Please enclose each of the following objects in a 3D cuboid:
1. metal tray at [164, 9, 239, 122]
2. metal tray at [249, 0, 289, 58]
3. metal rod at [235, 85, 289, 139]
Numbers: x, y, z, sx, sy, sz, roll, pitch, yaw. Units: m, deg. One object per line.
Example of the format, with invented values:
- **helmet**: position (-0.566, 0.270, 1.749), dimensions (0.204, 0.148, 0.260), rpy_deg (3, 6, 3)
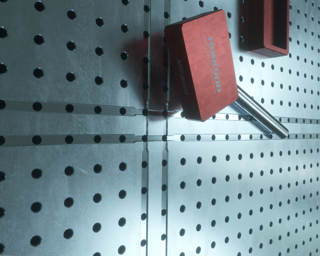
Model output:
- **metal tray**: position (0.061, -0.084, 0.421), dimensions (0.091, 0.030, 0.129), rpy_deg (-32, 117, -35)
- **metal tray**: position (0.207, -0.205, 0.581), dimensions (0.091, 0.030, 0.129), rpy_deg (1, 89, -40)
- **metal rod**: position (0.140, -0.050, 0.529), dimensions (0.301, 0.025, 0.025), rpy_deg (30, 71, -36)
